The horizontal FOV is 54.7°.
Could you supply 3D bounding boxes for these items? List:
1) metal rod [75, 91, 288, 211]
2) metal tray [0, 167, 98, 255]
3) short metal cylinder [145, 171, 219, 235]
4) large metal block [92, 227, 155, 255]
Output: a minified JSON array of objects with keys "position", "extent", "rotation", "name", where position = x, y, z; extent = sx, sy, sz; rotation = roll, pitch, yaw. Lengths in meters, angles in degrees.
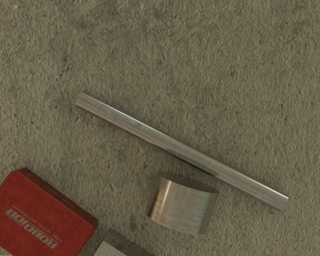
[{"position":[0.029,0.030,0.410],"extent":[0.301,0.025,0.025],"rotation":[27,90,0],"name":"metal rod"},{"position":[-0.160,0.125,0.406],"extent":[0.130,0.030,0.090],"rotation":[37,90,0],"name":"metal tray"},{"position":[0.027,0.090,0.383],"extent":[0.080,0.080,0.050],"rotation":[17,90,0],"name":"short metal cylinder"},{"position":[-0.056,0.190,0.397],"extent":[0.080,0.050,0.080],"rotation":[33,90,0],"name":"large metal block"}]
